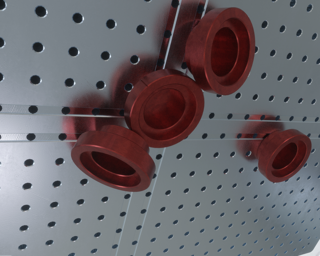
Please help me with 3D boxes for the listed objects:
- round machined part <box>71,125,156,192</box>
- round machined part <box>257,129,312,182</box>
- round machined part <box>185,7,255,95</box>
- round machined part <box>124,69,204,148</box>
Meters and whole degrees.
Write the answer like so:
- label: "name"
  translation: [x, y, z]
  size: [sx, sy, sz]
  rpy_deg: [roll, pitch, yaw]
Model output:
- label: "round machined part"
  translation: [-0.051, 0.033, 0.369]
  size: [0.098, 0.098, 0.042]
  rpy_deg: [56, 43, -39]
- label: "round machined part"
  translation: [0.211, 0.044, 0.541]
  size: [0.099, 0.042, 0.097]
  rpy_deg: [-14, 124, -21]
- label: "round machined part"
  translation: [0.068, -0.090, 0.367]
  size: [0.099, 0.042, 0.097]
  rpy_deg: [-16, 114, -40]
- label: "round machined part"
  translation: [0.002, -0.027, 0.384]
  size: [0.099, 0.042, 0.097]
  rpy_deg: [-14, 125, -21]
